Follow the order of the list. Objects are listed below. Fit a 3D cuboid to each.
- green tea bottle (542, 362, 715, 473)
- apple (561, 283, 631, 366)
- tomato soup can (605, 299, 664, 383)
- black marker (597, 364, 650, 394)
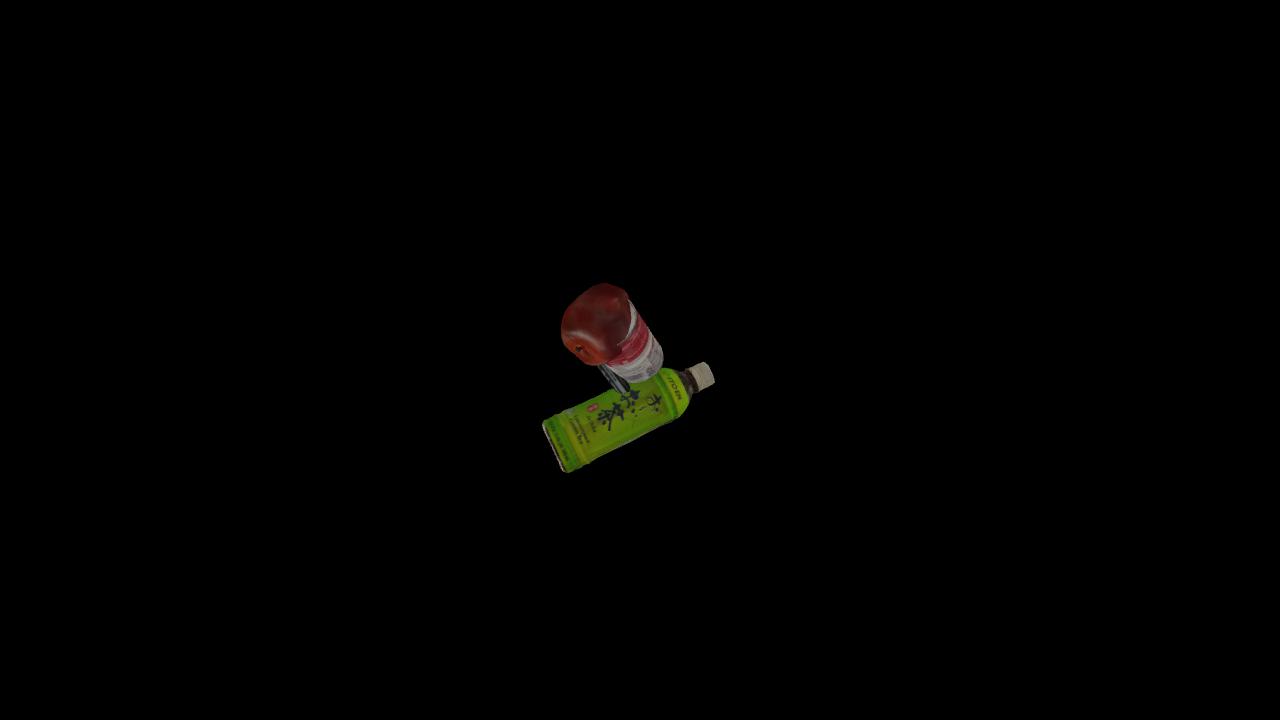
[{"bbox_3d":[-0.009,0.060,0.739,0.212,0.073,0.073,-24,5,-11],"label":"green tea bottle"},{"bbox_3d":[-0.044,-0.039,0.671,0.079,0.093,0.079,21,-34,16],"label":"apple"},{"bbox_3d":[-0.018,-0.020,0.705,0.068,0.068,0.101,0,-25,22],"label":"tomato soup can"},{"bbox_3d":[-0.041,0.005,0.720,0.020,0.121,0.020,-35,8,5],"label":"black marker"}]
